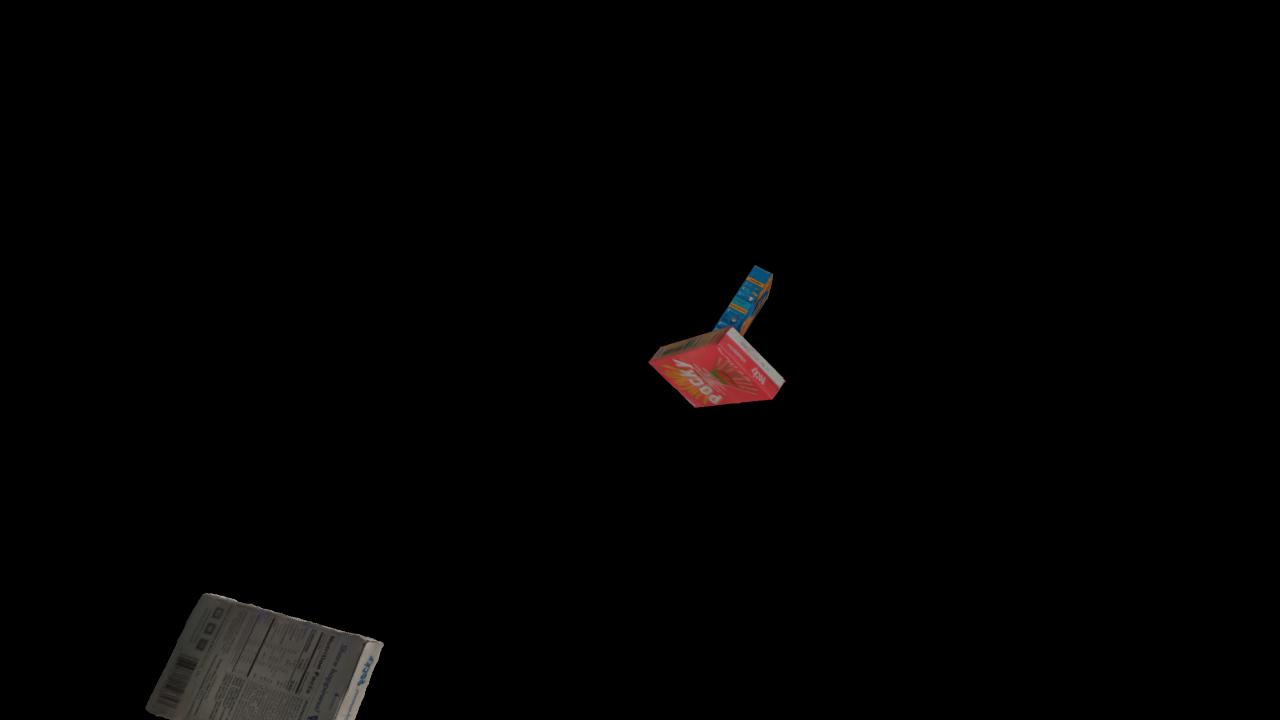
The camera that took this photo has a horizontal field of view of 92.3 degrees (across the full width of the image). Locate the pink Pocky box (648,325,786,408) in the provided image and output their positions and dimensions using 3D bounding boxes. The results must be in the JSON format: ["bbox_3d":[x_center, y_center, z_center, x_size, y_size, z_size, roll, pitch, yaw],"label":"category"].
[{"bbox_3d":[0.077,0.012,0.666,0.084,0.029,0.155,44,-23,-14],"label":"pink Pocky box"}]

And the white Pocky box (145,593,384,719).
[{"bbox_3d":[-0.270,0.227,0.442,0.154,0.084,0.028,6,-27,16],"label":"white Pocky box"}]

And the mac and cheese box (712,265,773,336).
[{"bbox_3d":[0.156,-0.059,1.021,0.041,0.184,0.093,30,-15,17],"label":"mac and cheese box"}]
